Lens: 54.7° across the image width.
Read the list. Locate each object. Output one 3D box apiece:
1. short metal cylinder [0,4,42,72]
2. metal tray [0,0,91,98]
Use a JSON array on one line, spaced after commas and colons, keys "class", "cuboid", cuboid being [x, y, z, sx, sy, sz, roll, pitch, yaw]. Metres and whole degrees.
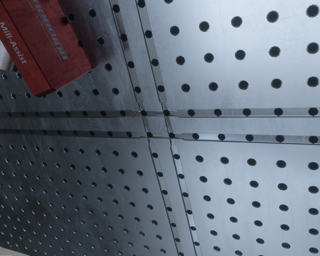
[{"class": "short metal cylinder", "cuboid": [-0.195, -0.120, 0.404, 0.080, 0.080, 0.050, 41, 129, 0]}, {"class": "metal tray", "cuboid": [-0.145, -0.112, 0.373, 0.030, 0.090, 0.129, -16, 111, 27]}]
